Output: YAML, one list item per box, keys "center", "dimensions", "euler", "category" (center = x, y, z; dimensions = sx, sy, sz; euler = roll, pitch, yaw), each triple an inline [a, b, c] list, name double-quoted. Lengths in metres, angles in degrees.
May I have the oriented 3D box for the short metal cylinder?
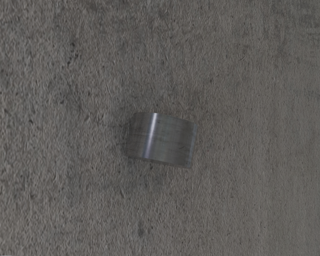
- center: [0.002, 0.016, 0.370]
  dimensions: [0.080, 0.080, 0.050]
  euler: [19, 78, -38]
  category: "short metal cylinder"
